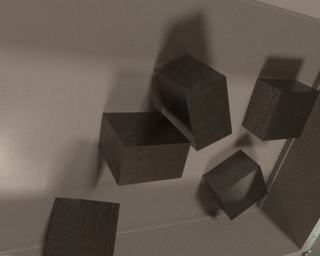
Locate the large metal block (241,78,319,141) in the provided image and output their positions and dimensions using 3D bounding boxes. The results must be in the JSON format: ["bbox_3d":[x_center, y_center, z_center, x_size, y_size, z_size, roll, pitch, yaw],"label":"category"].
[{"bbox_3d":[0.184,-0.029,0.478,0.081,0.050,0.079,-3,120,-27],"label":"large metal block"}]

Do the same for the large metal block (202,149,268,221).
[{"bbox_3d":[0.129,0.097,0.526,0.080,0.050,0.080,-34,129,-6],"label":"large metal block"}]

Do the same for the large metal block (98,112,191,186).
[{"bbox_3d":[-0.022,0.021,0.375,0.081,0.080,0.050,-2,120,-28],"label":"large metal block"}]

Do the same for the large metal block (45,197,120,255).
[{"bbox_3d":[-0.097,0.130,0.380,0.050,0.080,0.080,17,71,-35],"label":"large metal block"}]

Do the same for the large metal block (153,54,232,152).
[{"bbox_3d":[0.040,-0.032,0.376,0.050,0.080,0.080,-26,128,-13],"label":"large metal block"}]
